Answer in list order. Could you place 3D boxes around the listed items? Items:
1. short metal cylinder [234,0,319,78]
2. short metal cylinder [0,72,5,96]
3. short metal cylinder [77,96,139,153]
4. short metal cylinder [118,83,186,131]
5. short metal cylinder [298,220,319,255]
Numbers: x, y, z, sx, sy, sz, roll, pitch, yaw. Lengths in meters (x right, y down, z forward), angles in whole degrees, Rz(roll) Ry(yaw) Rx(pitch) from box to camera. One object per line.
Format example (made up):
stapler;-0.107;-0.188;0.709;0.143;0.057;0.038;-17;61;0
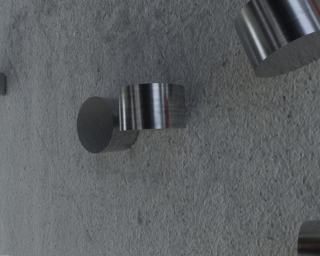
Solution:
short metal cylinder;0.114;-0.086;0.275;0.080;0.081;0.050;-29;72;36
short metal cylinder;-0.392;-0.099;0.694;0.080;0.081;0.050;1;91;40
short metal cylinder;-0.076;-0.004;0.452;0.080;0.050;0.080;0;90;40
short metal cylinder;-0.009;-0.023;0.377;0.080;0.081;0.050;-4;88;40
short metal cylinder;0.150;0.113;0.245;0.050;0.081;0.080;-18;79;39
